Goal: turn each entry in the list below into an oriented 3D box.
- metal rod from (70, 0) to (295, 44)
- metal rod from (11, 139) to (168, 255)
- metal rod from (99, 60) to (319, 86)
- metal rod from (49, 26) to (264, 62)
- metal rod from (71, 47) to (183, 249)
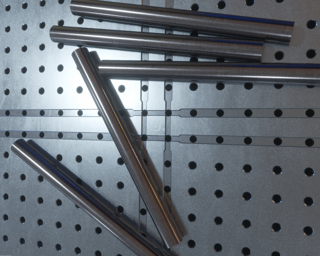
[{"bbox_3d":[0.014,-0.144,0.406,0.301,0.025,0.025,14,95,19],"label":"metal rod"},{"bbox_3d":[-0.105,0.108,0.448,0.300,0.025,0.025,34,101,16],"label":"metal rod"},{"bbox_3d":[0.061,-0.071,0.390,0.301,0.025,0.025,5,92,19],"label":"metal rod"},{"bbox_3d":[-0.018,-0.116,0.417,0.301,0.025,0.025,10,94,19],"label":"metal rod"},{"bbox_3d":[-0.049,0.020,0.428,0.025,0.025,0.299,-30,80,17],"label":"metal rod"}]
